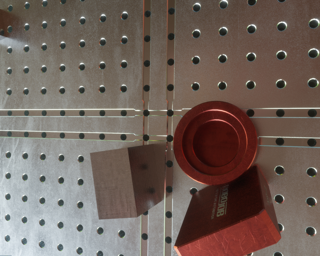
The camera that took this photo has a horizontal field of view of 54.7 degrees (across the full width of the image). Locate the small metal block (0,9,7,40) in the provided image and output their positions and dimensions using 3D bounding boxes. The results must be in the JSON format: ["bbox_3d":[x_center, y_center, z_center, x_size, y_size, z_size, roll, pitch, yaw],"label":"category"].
[{"bbox_3d":[-0.281,-0.172,0.499,0.025,0.050,0.050,-15,85,19],"label":"small metal block"}]

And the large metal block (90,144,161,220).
[{"bbox_3d":[-0.041,0.065,0.398,0.050,0.080,0.080,-9,87,20],"label":"large metal block"}]

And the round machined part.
[{"bbox_3d":[0.069,0.020,0.373,0.098,0.042,0.098,-4,79,23],"label":"round machined part"}]

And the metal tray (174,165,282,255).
[{"bbox_3d":[0.072,0.090,0.329,0.090,0.130,0.030,-29,93,18],"label":"metal tray"}]
